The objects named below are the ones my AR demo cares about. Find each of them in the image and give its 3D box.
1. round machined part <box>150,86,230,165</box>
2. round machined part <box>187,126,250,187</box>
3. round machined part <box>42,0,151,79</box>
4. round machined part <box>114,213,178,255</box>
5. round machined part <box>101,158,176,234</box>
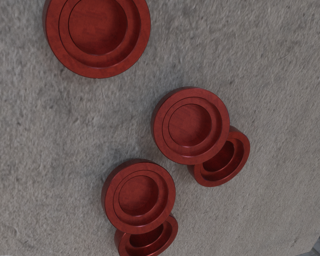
[{"bbox_3d":[0.036,-0.005,0.400,0.099,0.042,0.097,-3,103,-11],"label":"round machined part"},{"bbox_3d":[0.083,0.038,0.467,0.099,0.042,0.097,-14,125,-21],"label":"round machined part"},{"bbox_3d":[-0.062,-0.101,0.300,0.099,0.042,0.097,-14,125,-21],"label":"round machined part"},{"bbox_3d":[-0.024,0.157,0.482,0.099,0.042,0.097,-14,125,-21],"label":"round machined part"},{"bbox_3d":[-0.032,0.089,0.421,0.099,0.042,0.097,-3,98,-23],"label":"round machined part"}]
